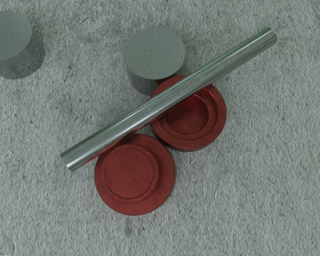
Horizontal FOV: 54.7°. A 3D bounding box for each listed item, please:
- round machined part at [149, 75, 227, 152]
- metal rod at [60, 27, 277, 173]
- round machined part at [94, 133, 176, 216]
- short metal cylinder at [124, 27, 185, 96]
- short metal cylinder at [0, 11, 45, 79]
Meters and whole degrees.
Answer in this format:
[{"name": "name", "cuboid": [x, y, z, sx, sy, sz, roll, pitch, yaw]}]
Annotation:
[{"name": "round machined part", "cuboid": [0.033, -0.016, 0.403, 0.099, 0.042, 0.098, 1, 73, -3]}, {"name": "metal rod", "cuboid": [0.020, -0.041, 0.375, 0.301, 0.025, 0.025, -33, 74, -12]}, {"name": "round machined part", "cuboid": [-0.032, 0.054, 0.367, 0.098, 0.042, 0.097, -1, 81, 9]}, {"name": "short metal cylinder", "cuboid": [-0.007, -0.090, 0.428, 0.081, 0.050, 0.080, 0, 70, 0]}, {"name": "short metal cylinder", "cuboid": [-0.211, -0.115, 0.434, 0.081, 0.050, 0.080, 0, 70, 0]}]
